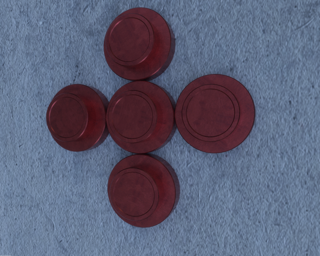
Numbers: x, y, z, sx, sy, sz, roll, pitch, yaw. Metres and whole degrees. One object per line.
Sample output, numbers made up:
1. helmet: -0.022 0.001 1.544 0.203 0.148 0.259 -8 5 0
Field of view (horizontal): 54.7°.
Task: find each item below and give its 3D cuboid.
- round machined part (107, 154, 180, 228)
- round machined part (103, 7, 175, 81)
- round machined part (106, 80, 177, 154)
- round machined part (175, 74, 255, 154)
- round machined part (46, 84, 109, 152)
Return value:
1. round machined part: -0.026 0.083 0.409 0.098 0.042 0.097 0 90 19
2. round machined part: -0.032 -0.112 0.412 0.098 0.042 0.097 0 90 19
3. round machined part: -0.028 -0.015 0.410 0.098 0.042 0.097 0 90 19
4. round machined part: 0.065 -0.017 0.378 0.098 0.042 0.097 0 90 19
5. round machined part: -0.121 -0.014 0.443 0.098 0.042 0.097 0 90 19
